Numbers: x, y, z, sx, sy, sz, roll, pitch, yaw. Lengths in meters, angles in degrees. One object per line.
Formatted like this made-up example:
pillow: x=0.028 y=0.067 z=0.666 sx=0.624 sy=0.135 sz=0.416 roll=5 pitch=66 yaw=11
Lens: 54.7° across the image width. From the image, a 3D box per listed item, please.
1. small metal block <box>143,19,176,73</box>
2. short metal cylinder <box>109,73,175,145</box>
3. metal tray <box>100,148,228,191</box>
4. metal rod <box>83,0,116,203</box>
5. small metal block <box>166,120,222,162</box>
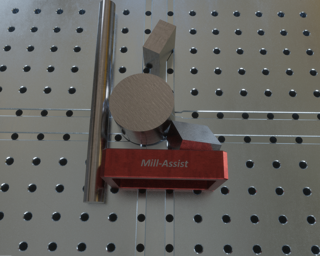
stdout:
small metal block: x=0.000 y=-0.115 z=0.440 sx=0.025 sy=0.050 sz=0.050 roll=26 pitch=72 yaw=9
short metal cylinder: x=-0.021 y=-0.024 z=0.404 sx=0.080 sy=0.050 sz=0.080 roll=-1 pitch=68 yaw=3
metal tray: x=0.005 y=0.050 z=0.358 sx=0.131 sy=0.090 sz=0.030 roll=1 pitch=71 yaw=0
metal rod: x=-0.081 y=-0.050 z=0.429 sx=0.025 sy=0.025 sz=0.299 roll=0 pitch=70 yaw=0
small metal block: x=0.041 y=0.016 z=0.384 sx=0.050 sy=0.025 sz=0.050 roll=8 pitch=25 yaw=-18
